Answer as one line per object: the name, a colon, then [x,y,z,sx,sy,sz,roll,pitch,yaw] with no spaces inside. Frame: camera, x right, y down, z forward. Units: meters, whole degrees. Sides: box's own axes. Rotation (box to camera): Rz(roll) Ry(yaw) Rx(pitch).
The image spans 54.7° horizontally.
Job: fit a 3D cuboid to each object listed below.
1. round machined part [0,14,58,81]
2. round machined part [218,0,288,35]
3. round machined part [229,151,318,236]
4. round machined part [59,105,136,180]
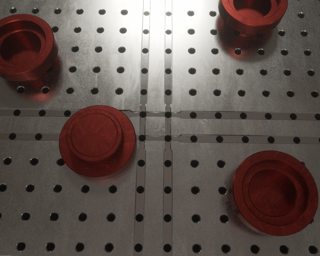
round machined part: [-0.194,-0.109,0.440,0.099,0.042,0.098,0,70,-1]
round machined part: [0.137,-0.182,0.471,0.099,0.042,0.098,0,70,-1]
round machined part: [0.133,0.080,0.375,0.099,0.042,0.098,0,70,-1]
round machined part: [-0.080,0.015,0.396,0.099,0.042,0.098,0,70,-1]
